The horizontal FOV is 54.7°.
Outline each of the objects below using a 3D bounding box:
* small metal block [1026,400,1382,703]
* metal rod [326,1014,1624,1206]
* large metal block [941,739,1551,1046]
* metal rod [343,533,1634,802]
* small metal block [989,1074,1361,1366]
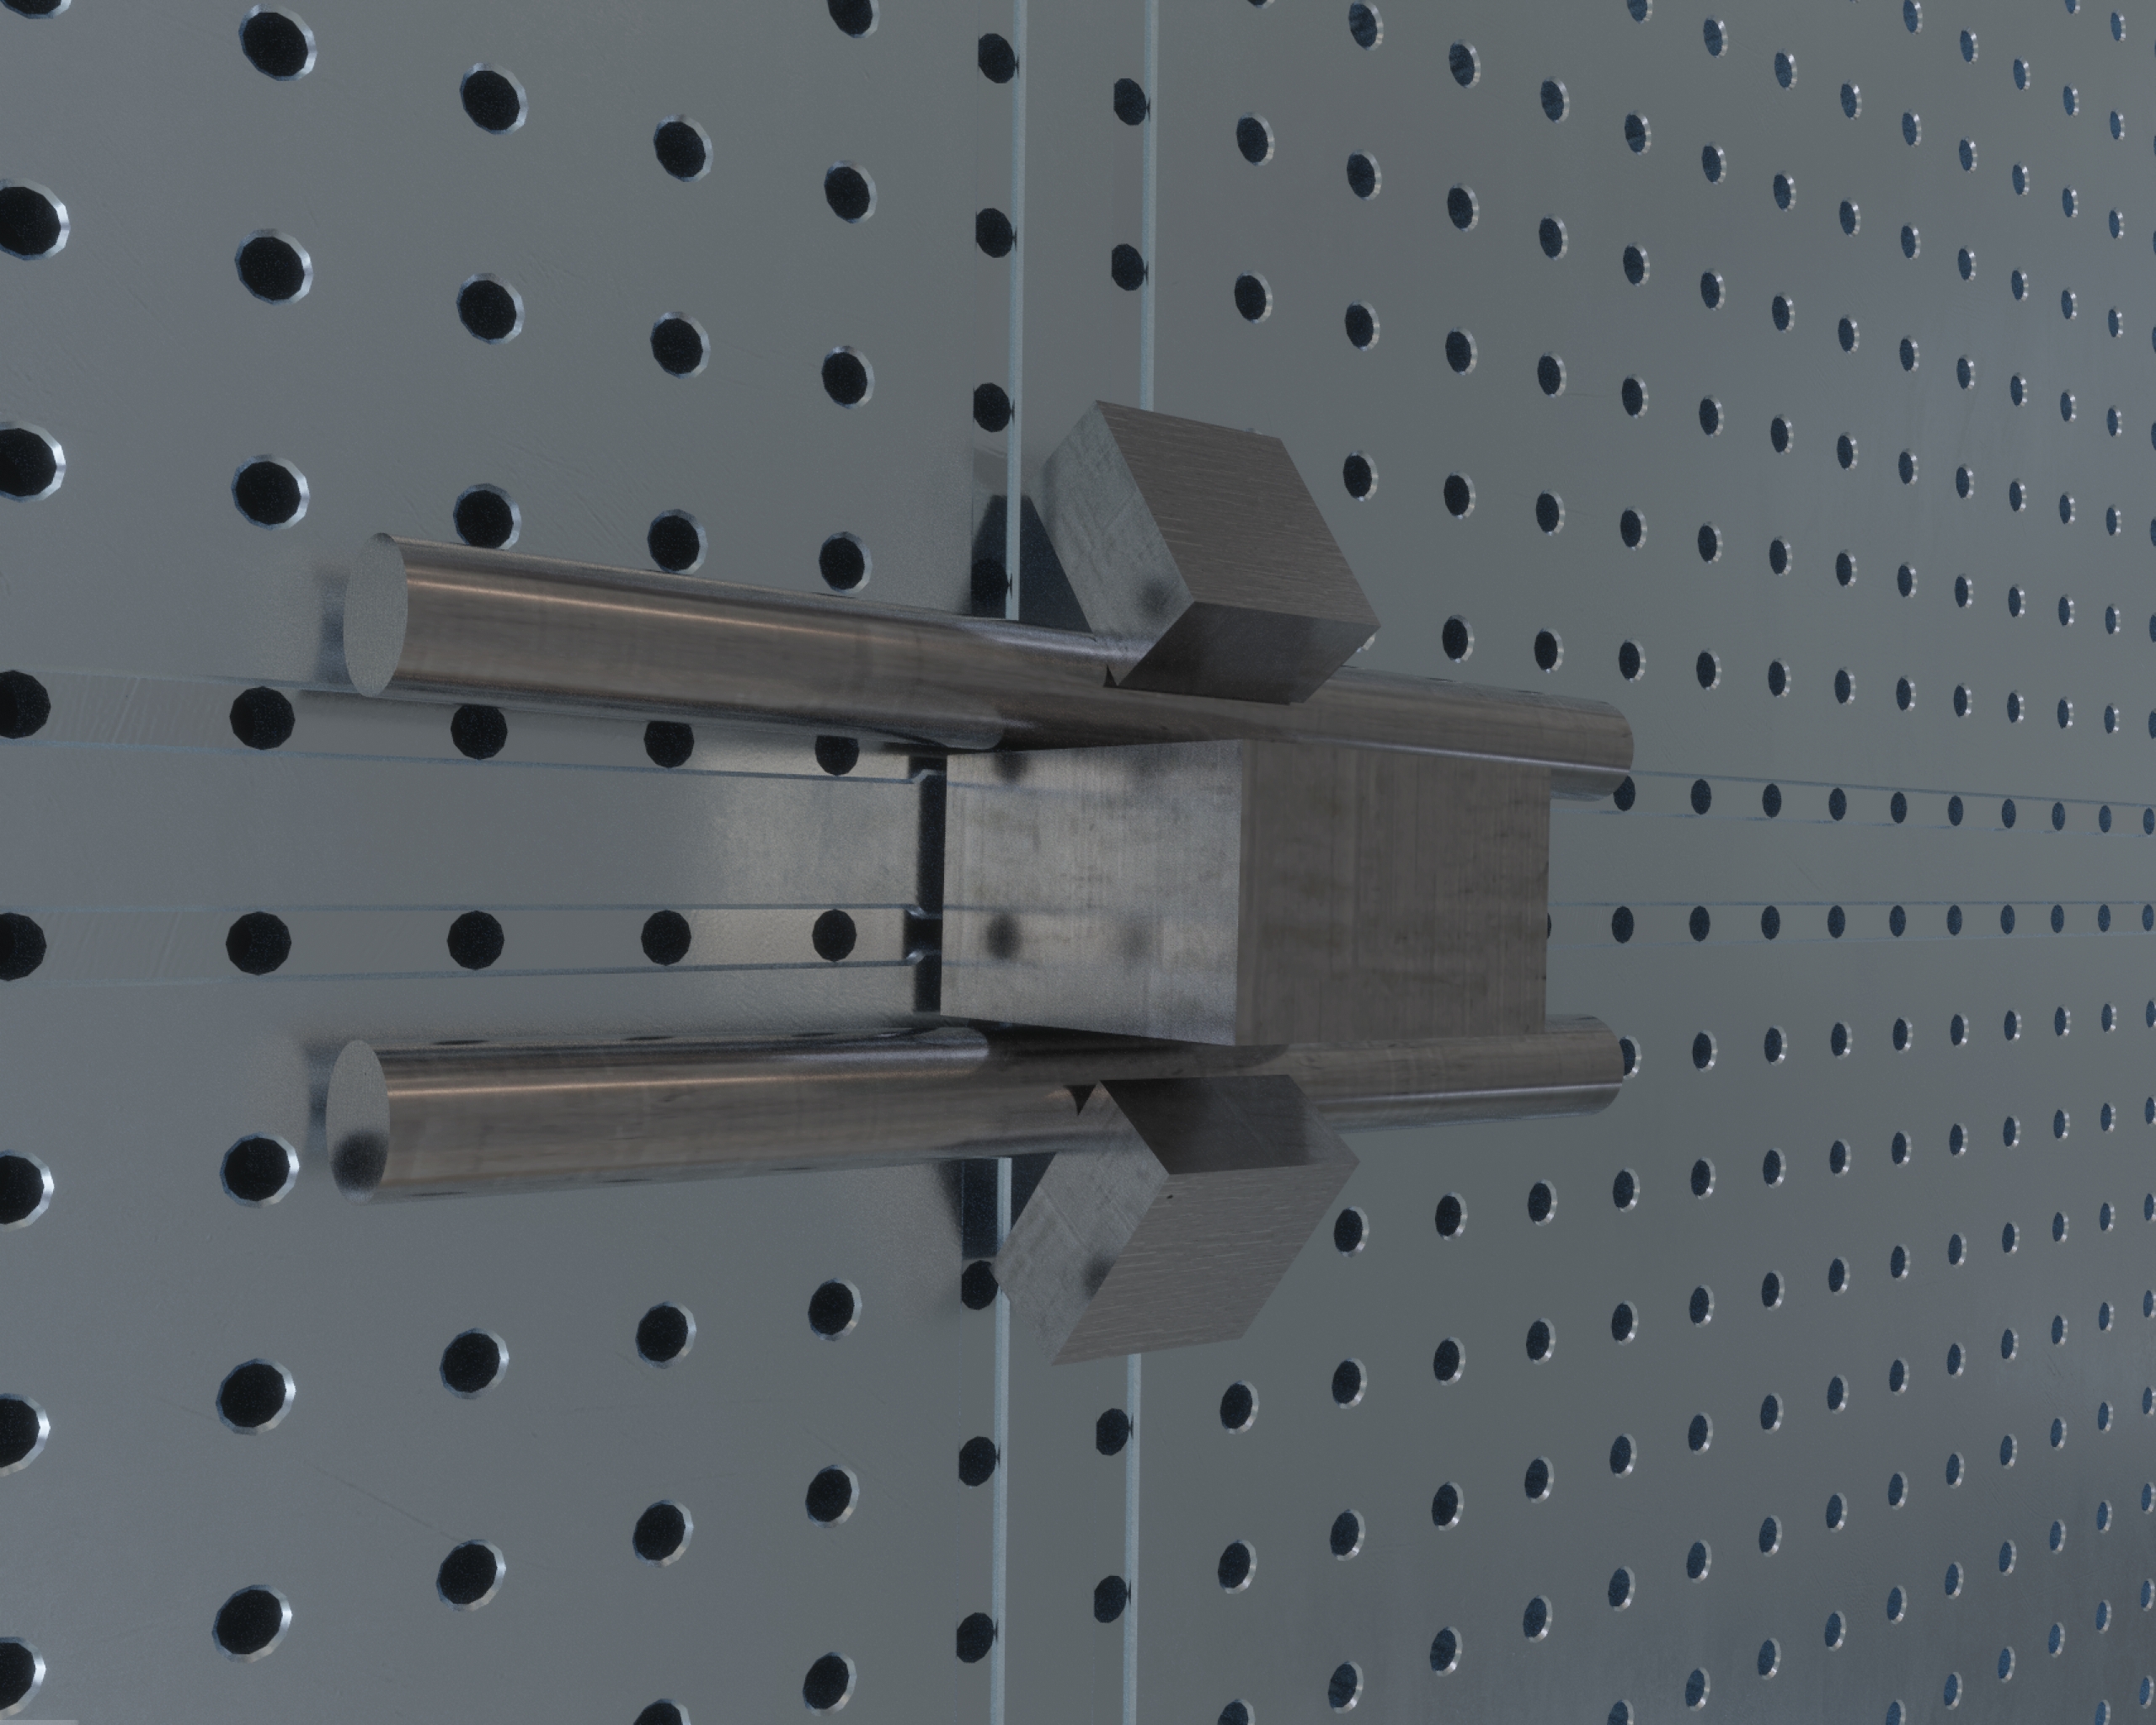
[{"bbox_3d":[0.025,-0.060,0.410,0.050,0.025,0.050,1,55,-40],"label":"small metal block"},{"bbox_3d":[0.007,0.044,0.411,0.302,0.025,0.025,3,89,-40],"label":"metal rod"},{"bbox_3d":[0.031,0.006,0.394,0.081,0.080,0.050,2,89,-40],"label":"large metal block"},{"bbox_3d":[0.010,-0.032,0.412,0.302,0.025,0.025,3,89,-40],"label":"metal rod"},{"bbox_3d":[0.019,0.069,0.405,0.050,0.025,0.050,4,125,-40],"label":"small metal block"}]
